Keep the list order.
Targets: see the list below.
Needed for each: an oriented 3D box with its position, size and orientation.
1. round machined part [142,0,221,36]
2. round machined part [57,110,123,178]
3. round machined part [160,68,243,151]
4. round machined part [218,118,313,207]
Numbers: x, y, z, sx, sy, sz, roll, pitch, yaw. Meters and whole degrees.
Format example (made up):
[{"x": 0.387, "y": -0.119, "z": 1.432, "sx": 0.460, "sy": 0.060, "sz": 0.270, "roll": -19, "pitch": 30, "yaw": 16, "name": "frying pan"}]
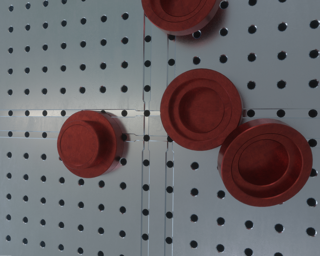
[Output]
[{"x": 0.029, "y": -0.166, "z": 0.394, "sx": 0.098, "sy": 0.042, "sz": 0.097, "roll": 0, "pitch": 90, "yaw": 20, "name": "round machined part"}, {"x": -0.106, "y": 0.023, "z": 0.442, "sx": 0.098, "sy": 0.042, "sz": 0.097, "roll": 0, "pitch": 90, "yaw": 20, "name": "round machined part"}, {"x": 0.053, "y": -0.022, "z": 0.385, "sx": 0.098, "sy": 0.042, "sz": 0.097, "roll": 0, "pitch": 90, "yaw": 20, "name": "round machined part"}, {"x": 0.114, "y": 0.036, "z": 0.350, "sx": 0.099, "sy": 0.042, "sz": 0.097, "roll": -1, "pitch": 107, "yaw": -2, "name": "round machined part"}]
